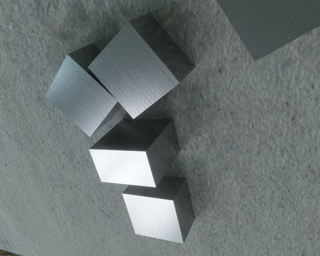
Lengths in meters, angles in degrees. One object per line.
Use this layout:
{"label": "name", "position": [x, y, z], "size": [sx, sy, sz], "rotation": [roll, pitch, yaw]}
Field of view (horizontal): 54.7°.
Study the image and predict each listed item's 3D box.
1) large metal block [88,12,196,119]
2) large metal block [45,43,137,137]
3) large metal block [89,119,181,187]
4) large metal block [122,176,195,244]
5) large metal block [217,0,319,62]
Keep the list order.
{"label": "large metal block", "position": [-0.021, -0.070, 0.357], "size": [0.080, 0.050, 0.080], "rotation": [49, 128, -7]}
{"label": "large metal block", "position": [-0.090, -0.049, 0.406], "size": [0.080, 0.050, 0.080], "rotation": [43, 129, -2]}
{"label": "large metal block", "position": [-0.029, 0.029, 0.403], "size": [0.080, 0.080, 0.050], "rotation": [0, 119, 28]}
{"label": "large metal block", "position": [0.000, 0.118, 0.462], "size": [0.080, 0.050, 0.079], "rotation": [1, 119, 27]}
{"label": "large metal block", "position": [0.100, -0.117, 0.265], "size": [0.080, 0.050, 0.080], "rotation": [-28, 104, 37]}
